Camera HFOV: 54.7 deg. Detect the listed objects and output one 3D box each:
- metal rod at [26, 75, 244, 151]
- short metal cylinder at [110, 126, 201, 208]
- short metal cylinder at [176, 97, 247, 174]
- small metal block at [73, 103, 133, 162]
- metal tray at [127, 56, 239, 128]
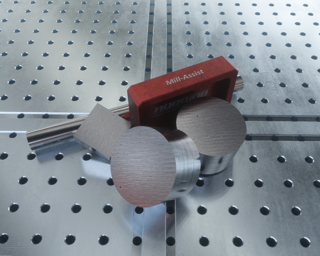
[{"bbox_3d":[-0.023,-0.026,0.424,0.302,0.025,0.025,-17,52,-14],"label":"metal rod"},{"bbox_3d":[-0.005,0.039,0.326,0.080,0.080,0.050,40,19,28],"label":"short metal cylinder"},{"bbox_3d":[0.057,0.009,0.373,0.081,0.050,0.080,2,58,-4],"label":"short metal cylinder"},{"bbox_3d":[-0.069,0.006,0.381,0.050,0.025,0.050,32,71,1],"label":"small metal block"},{"bbox_3d":[0.028,-0.029,0.385,0.131,0.089,0.030,-21,53,-17],"label":"metal tray"}]
